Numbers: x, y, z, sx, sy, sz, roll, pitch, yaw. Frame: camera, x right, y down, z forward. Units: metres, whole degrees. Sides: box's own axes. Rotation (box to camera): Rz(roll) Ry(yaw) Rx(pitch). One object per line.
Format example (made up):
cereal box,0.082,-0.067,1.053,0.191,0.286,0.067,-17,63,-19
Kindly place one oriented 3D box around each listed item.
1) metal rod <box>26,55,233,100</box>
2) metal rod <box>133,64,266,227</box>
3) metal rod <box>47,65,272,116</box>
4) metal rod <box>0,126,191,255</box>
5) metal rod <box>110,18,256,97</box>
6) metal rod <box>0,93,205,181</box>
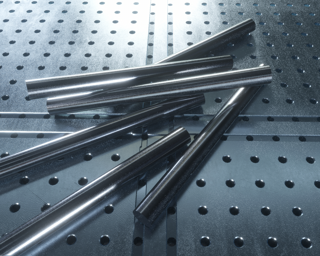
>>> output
metal rod,-0.028,-0.076,0.443,0.302,0.025,0.025,-12,51,-21
metal rod,0.071,0.003,0.405,0.025,0.025,0.301,30,56,23
metal rod,-0.004,-0.050,0.422,0.301,0.025,0.025,-8,50,4
metal rod,-0.087,0.080,0.339,0.302,0.025,0.025,-31,57,-24
metal rod,0.044,-0.118,0.507,0.302,0.025,0.025,-30,56,-23
metal rod,-0.077,0.007,0.401,0.302,0.025,0.025,-21,53,-17
